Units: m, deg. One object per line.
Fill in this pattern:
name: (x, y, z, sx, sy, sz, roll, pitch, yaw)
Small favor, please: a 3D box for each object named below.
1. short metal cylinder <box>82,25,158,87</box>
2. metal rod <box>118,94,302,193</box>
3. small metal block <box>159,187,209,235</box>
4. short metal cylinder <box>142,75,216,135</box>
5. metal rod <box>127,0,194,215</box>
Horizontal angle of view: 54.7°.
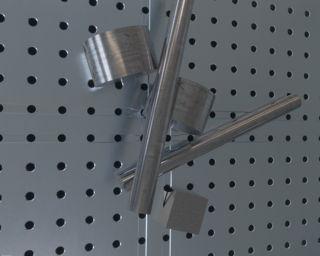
short metal cylinder: (-0.045, -0.083, 0.367, 0.081, 0.080, 0.050, -18, 96, -19)
metal rod: (0.083, 0.014, 0.443, 0.302, 0.025, 0.025, -23, 98, -19)
small metal block: (0.033, 0.114, 0.425, 0.050, 0.025, 0.050, 18, 84, -19)
short metal cylinder: (0.024, -0.028, 0.392, 0.080, 0.080, 0.050, 22, 83, -19)
metal rod: (0.008, -0.057, 0.348, 0.025, 0.025, 0.299, 16, 78, -20)
